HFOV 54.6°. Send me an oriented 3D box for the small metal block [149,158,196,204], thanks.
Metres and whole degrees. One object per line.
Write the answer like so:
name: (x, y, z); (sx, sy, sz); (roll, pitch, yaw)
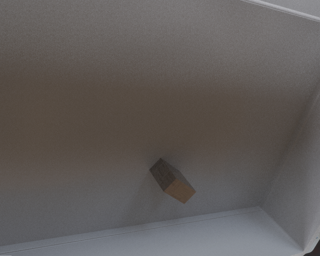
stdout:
small metal block: (0.018, 0.077, 0.449); (0.025, 0.050, 0.050); (-47, 129, 5)
